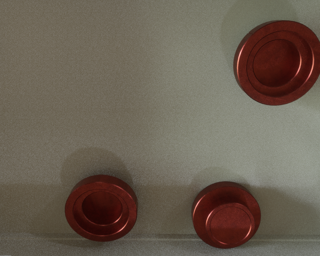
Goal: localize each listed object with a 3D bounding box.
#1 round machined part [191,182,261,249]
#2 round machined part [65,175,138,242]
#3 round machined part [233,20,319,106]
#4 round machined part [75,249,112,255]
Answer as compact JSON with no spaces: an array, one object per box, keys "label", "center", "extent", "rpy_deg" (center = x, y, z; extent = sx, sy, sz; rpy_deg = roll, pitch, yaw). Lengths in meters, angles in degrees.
[{"label":"round machined part","center":[0.096,0.130,0.444],"extent":[0.099,0.042,0.097],"rpy_deg":[0,101,-1]},{"label":"round machined part","center":[-0.080,0.109,0.441],"extent":[0.099,0.042,0.097],"rpy_deg":[0,110,-1]},{"label":"round machined part","center":[0.138,-0.080,0.375],"extent":[0.099,0.042,0.097],"rpy_deg":[0,110,-1]},{"label":"round machined part","center":[-0.104,0.233,0.489],"extent":[0.099,0.042,0.097],"rpy_deg":[0,110,-1]}]
